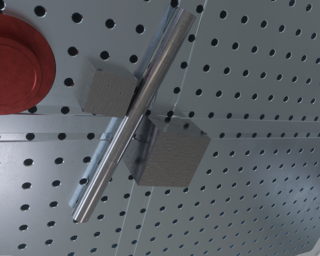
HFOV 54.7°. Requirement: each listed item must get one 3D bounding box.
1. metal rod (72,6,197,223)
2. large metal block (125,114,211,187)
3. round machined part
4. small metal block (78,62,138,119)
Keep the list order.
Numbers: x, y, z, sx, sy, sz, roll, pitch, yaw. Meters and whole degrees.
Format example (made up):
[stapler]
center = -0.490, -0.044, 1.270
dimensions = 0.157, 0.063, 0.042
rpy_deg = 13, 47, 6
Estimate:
[metal rod]
center = -0.040, -0.004, 0.386
dimensions = 0.025, 0.025, 0.298
rpy_deg = 18, 109, -35
[large metal block]
center = 0.010, 0.032, 0.420
dimensions = 0.081, 0.050, 0.079
rpy_deg = 9, 114, -32
[round machined part]
center = -0.147, -0.055, 0.286
dimensions = 0.099, 0.042, 0.097
rpy_deg = -14, 124, -21
[small metal block]
center = -0.059, -0.042, 0.353
dimensions = 0.050, 0.025, 0.050
rpy_deg = 9, 114, -33
